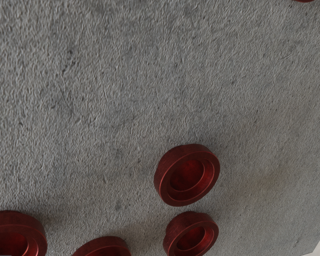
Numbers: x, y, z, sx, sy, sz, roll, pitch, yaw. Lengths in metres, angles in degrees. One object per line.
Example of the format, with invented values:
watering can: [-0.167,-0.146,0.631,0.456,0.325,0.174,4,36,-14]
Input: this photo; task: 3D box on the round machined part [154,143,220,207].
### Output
round machined part: [0.035,0.064,0.454,0.099,0.042,0.097,-14,124,-21]

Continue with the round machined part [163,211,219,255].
round machined part: [0.049,0.183,0.536,0.099,0.042,0.097,-14,124,-21]

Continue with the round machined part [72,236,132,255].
round machined part: [-0.090,0.220,0.483,0.099,0.042,0.097,-14,124,-21]

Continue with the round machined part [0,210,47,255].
round machined part: [-0.192,0.140,0.377,0.099,0.042,0.097,-14,124,-21]

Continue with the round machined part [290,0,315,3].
round machined part: [0.190,-0.203,0.374,0.099,0.042,0.097,-14,124,-21]
